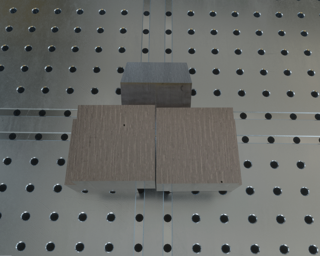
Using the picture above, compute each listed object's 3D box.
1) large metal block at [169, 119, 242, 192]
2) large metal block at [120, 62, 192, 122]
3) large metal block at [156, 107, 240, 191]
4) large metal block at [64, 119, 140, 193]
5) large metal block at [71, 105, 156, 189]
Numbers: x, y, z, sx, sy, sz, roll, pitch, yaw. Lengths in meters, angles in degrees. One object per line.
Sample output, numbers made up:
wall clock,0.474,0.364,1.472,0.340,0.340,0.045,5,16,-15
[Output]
large metal block,0.051,0.036,0.385,0.081,0.050,0.080,-1,70,-1
large metal block,-0.004,-0.048,0.394,0.081,0.050,0.080,0,28,-1
large metal block,0.036,0.024,0.335,0.081,0.050,0.080,0,70,-1
large metal block,-0.066,0.036,0.385,0.081,0.050,0.080,1,70,0
large metal block,-0.045,0.022,0.334,0.081,0.050,0.080,0,70,-1
